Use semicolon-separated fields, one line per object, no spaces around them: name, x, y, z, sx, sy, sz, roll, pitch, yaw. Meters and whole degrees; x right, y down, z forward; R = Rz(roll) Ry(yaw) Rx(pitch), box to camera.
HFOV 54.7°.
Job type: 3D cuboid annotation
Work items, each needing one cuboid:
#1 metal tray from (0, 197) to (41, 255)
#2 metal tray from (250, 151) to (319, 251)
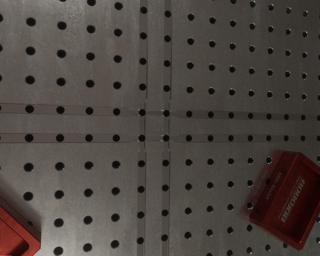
metal tray;-0.207;0.113;0.333;0.090;0.030;0.130;-43;104;-15
metal tray;0.211;0.113;0.490;0.090;0.030;0.130;35;78;-17
